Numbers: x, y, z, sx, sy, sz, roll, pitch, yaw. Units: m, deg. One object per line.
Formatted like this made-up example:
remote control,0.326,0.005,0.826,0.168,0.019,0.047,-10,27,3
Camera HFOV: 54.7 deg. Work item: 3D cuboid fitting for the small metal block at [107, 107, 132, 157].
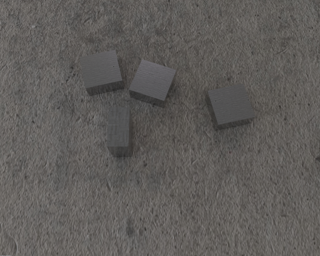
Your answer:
small metal block,-0.049,0.007,0.392,0.025,0.050,0.050,0,70,0

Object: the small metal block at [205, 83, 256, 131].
small metal block,0.094,-0.028,0.419,0.050,0.025,0.050,-12,71,-5

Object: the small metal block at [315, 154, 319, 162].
small metal block,0.231,0.041,0.381,0.025,0.050,0.050,-42,76,-14

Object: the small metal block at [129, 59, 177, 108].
small metal block,-0.010,-0.061,0.430,0.050,0.025,0.050,19,71,6

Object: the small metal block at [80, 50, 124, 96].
small metal block,-0.081,-0.077,0.436,0.050,0.025,0.050,-13,71,-5
